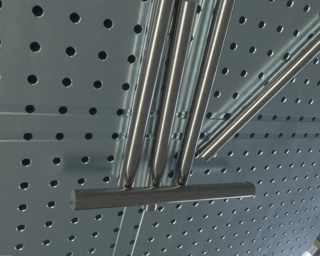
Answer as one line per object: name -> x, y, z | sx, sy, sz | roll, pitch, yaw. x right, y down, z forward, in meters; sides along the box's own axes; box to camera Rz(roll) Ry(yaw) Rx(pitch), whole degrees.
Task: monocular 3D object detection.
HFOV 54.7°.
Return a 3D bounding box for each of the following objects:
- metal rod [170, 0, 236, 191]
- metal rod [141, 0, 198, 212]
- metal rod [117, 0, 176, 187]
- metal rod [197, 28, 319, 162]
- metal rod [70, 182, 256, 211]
metal rod -> 0.052, -0.029, 0.423 | 0.025, 0.025, 0.298 | -4, 120, -27
metal rod -> 0.007, -0.010, 0.410 | 0.025, 0.025, 0.298 | -5, 121, -27
metal rod -> -0.016, -0.053, 0.370 | 0.025, 0.025, 0.298 | -1, 119, -28
metal rod -> 0.170, -0.063, 0.467 | 0.300, 0.025, 0.025 | -45, 130, 3
metal rod -> 0.024, 0.096, 0.451 | 0.302, 0.025, 0.025 | 4, 117, -31
